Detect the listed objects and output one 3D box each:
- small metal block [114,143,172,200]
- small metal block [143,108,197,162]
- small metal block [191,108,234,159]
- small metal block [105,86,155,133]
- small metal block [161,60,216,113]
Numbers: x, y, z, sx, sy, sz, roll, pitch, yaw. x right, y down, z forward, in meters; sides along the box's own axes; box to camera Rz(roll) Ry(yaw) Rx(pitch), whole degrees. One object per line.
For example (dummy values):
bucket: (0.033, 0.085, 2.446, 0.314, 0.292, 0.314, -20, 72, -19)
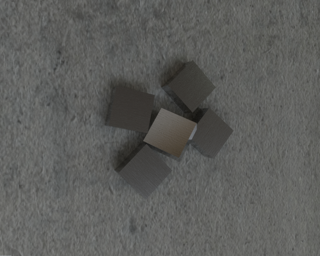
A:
small metal block: (-0.022, 0.055, 0.402, 0.050, 0.025, 0.050, -46, 105, -14)
small metal block: (0.014, 0.009, 0.401, 0.050, 0.025, 0.050, 25, 75, 14)
small metal block: (0.066, 0.007, 0.435, 0.050, 0.025, 0.050, 41, 77, -16)
small metal block: (-0.039, -0.023, 0.396, 0.050, 0.025, 0.050, 12, 86, -20)
small metal block: (0.039, -0.056, 0.425, 0.050, 0.025, 0.050, -47, 105, -14)
